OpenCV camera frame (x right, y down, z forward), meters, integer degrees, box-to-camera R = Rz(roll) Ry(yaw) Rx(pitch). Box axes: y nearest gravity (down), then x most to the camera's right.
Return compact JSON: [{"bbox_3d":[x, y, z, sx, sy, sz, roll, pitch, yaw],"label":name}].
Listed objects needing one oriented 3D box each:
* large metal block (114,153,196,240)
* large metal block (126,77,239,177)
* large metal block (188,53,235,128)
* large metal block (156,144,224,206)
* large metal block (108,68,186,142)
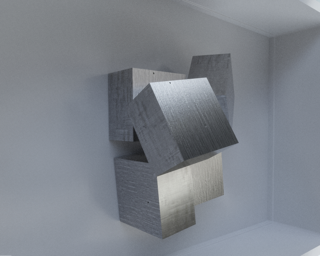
[{"bbox_3d":[-0.008,0.073,0.364,0.050,0.080,0.079,-9,96,-40],"label":"large metal block"},{"bbox_3d":[0.023,-0.003,0.325,0.081,0.050,0.080,-12,73,-39],"label":"large metal block"},{"bbox_3d":[0.070,-0.042,0.416,0.080,0.050,0.080,70,27,-46],"label":"large metal block"},{"bbox_3d":[0.039,0.057,0.421,0.081,0.050,0.079,-7,95,-40],"label":"large metal block"},{"bbox_3d":[-0.015,-0.026,0.378,0.081,0.050,0.079,-1,91,-40],"label":"large metal block"}]
